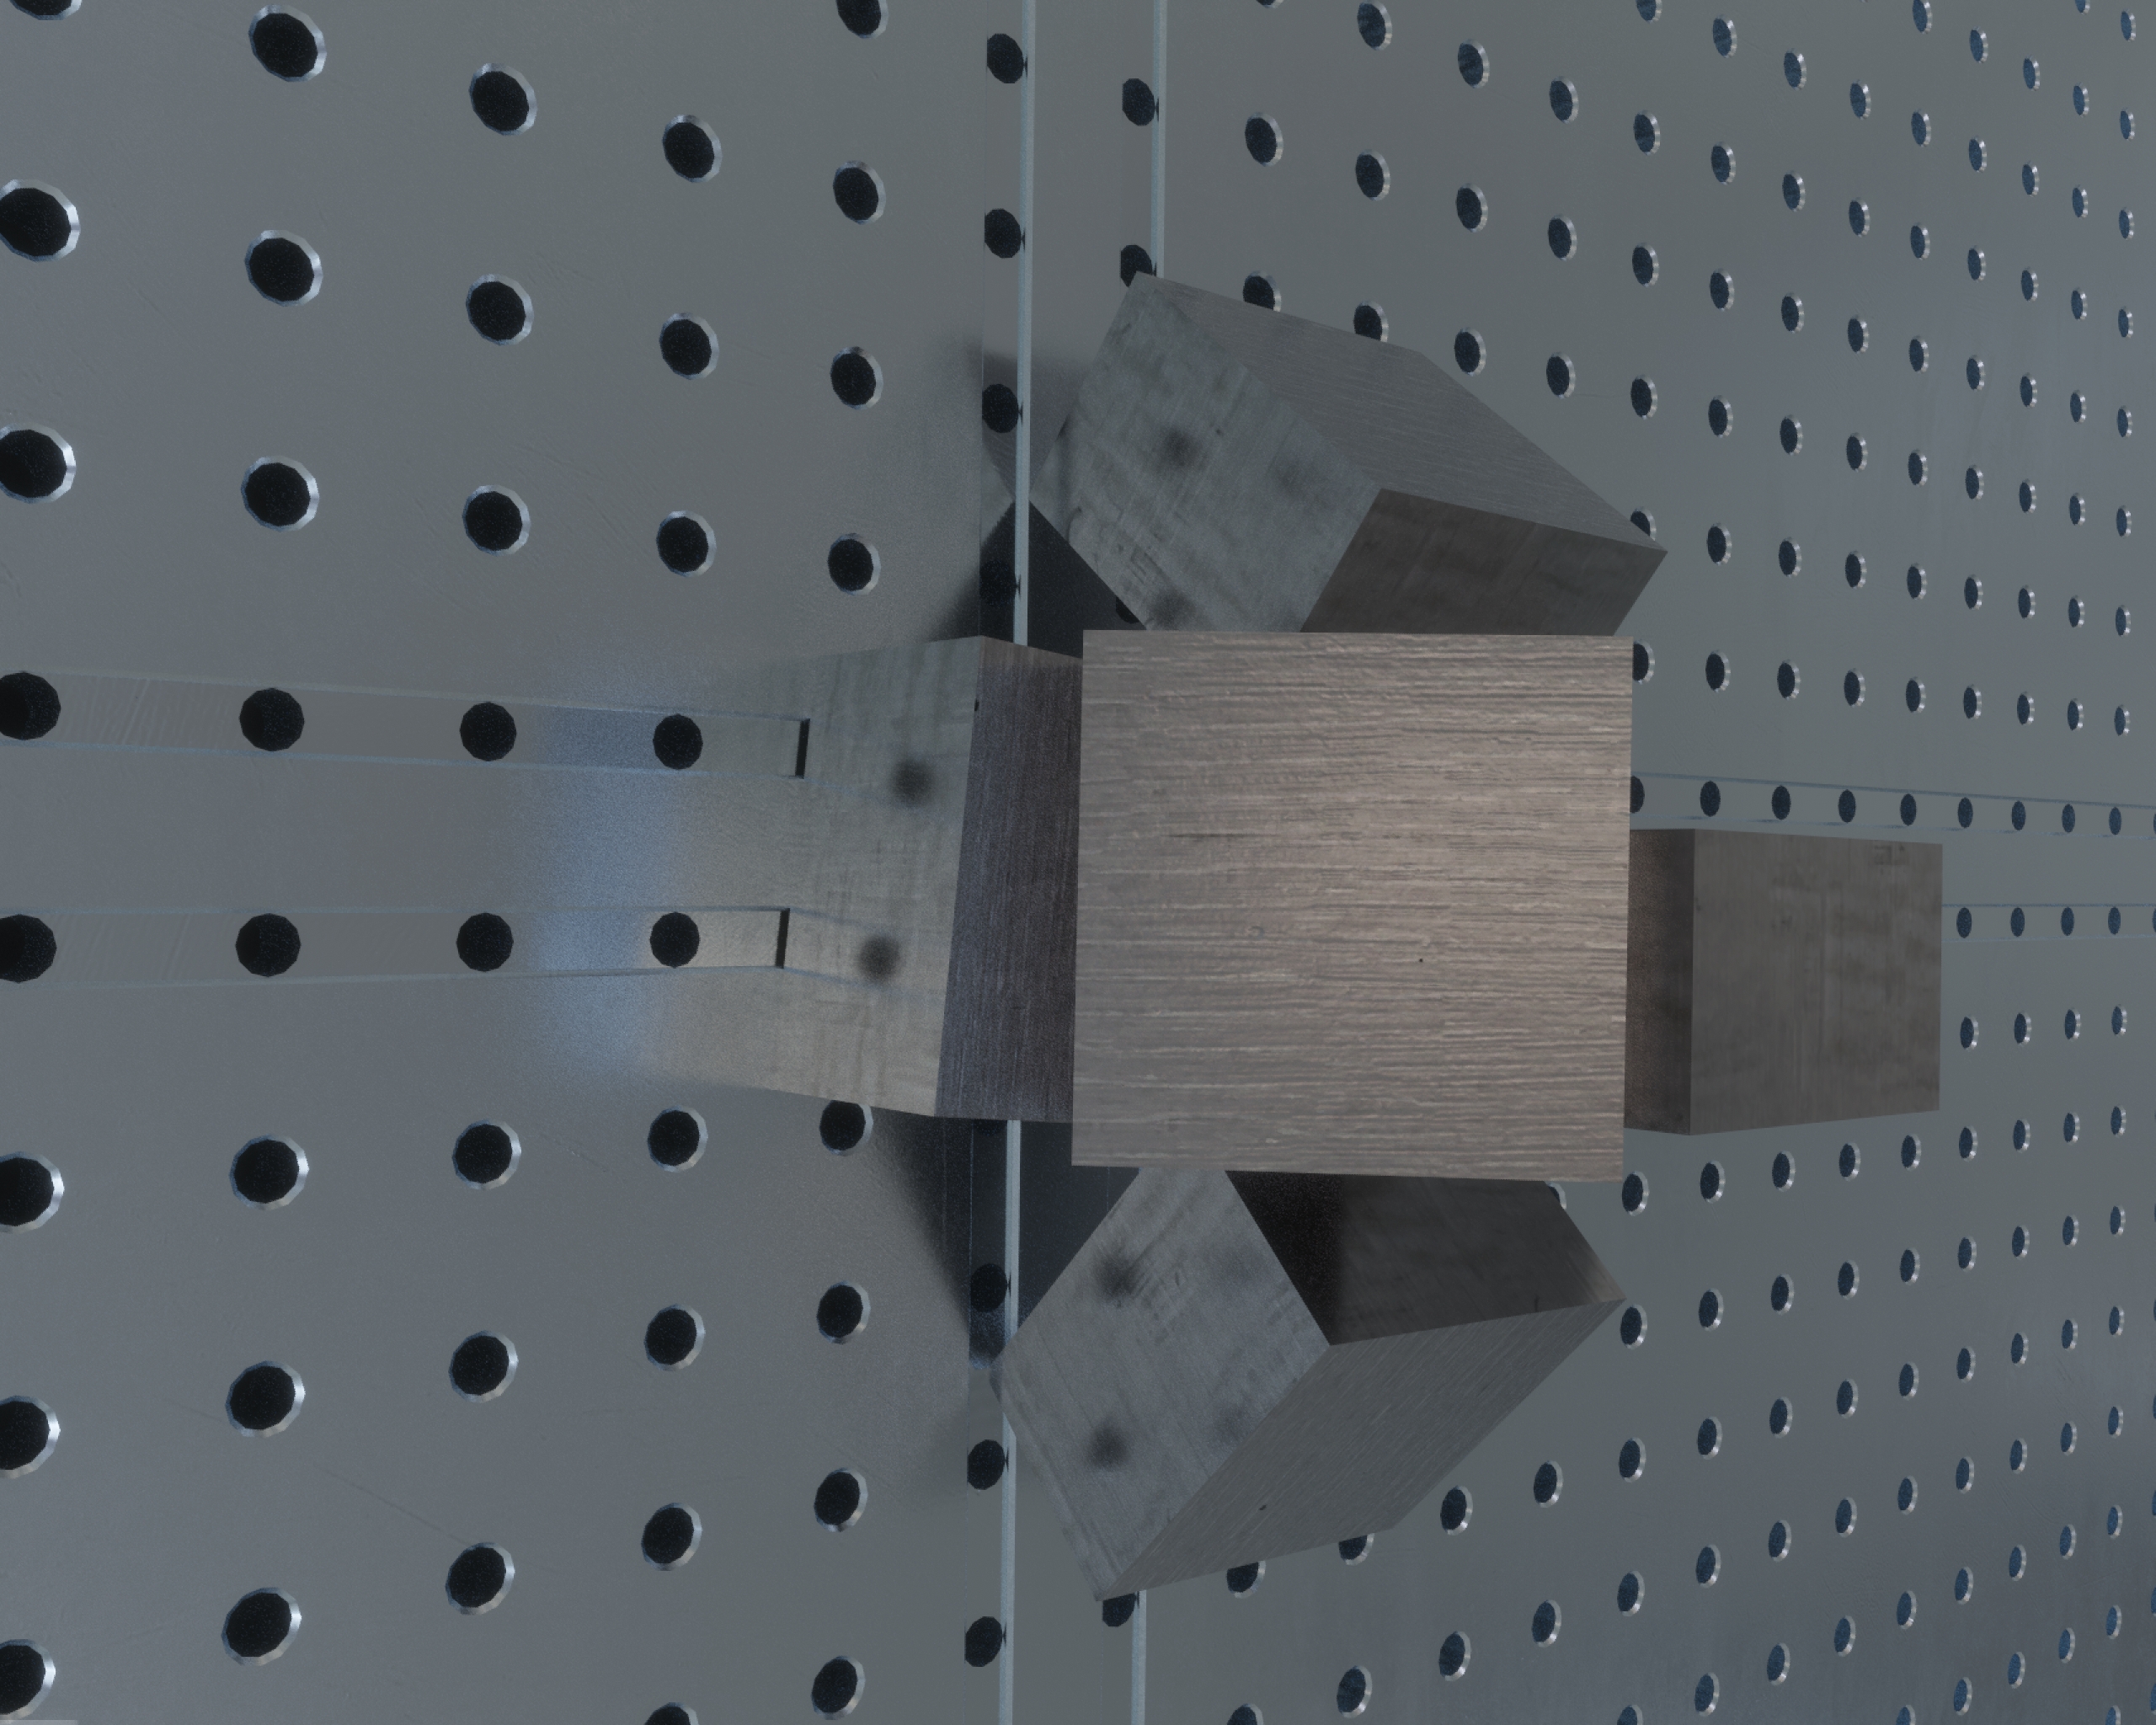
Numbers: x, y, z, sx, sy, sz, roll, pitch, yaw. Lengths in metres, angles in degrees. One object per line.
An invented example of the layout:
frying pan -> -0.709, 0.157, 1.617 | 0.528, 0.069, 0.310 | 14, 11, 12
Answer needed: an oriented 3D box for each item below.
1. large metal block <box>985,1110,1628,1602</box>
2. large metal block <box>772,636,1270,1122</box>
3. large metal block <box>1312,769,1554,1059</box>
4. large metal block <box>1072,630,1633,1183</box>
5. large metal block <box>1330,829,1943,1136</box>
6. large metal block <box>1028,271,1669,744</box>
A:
large metal block -> 0.042, 0.091, 0.401 | 0.081, 0.050, 0.080 | 3, 133, -40
large metal block -> -0.005, 0.006, 0.388 | 0.081, 0.050, 0.080 | 9, 85, -40
large metal block -> 0.061, 0.010, 0.442 | 0.081, 0.050, 0.080 | 4, 88, -40
large metal block -> 0.042, 0.006, 0.332 | 0.080, 0.050, 0.080 | 1, 90, 5
large metal block -> 0.105, 0.020, 0.395 | 0.081, 0.080, 0.050 | 2, 89, -40
large metal block -> 0.051, -0.066, 0.405 | 0.081, 0.080, 0.050 | 3, 127, -40
